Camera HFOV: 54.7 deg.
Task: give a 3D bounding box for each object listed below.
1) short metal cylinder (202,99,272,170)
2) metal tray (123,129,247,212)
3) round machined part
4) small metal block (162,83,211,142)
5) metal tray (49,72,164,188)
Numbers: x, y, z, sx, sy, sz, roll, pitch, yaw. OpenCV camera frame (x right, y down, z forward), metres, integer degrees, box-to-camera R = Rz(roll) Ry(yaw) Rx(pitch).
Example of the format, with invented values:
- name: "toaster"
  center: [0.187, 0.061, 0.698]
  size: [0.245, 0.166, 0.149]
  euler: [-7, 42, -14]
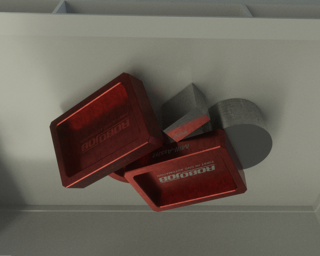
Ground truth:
- name: "short metal cylinder"
  center: [0.097, 0.009, 0.399]
  size: [0.081, 0.050, 0.079]
  euler: [0, 130, 0]
- name: "metal tray"
  center: [0.032, 0.058, 0.391]
  size: [0.130, 0.030, 0.090]
  euler: [-18, 128, 20]
- name: "round machined part"
  center: [-0.033, 0.029, 0.421]
  size: [0.099, 0.042, 0.097]
  euler: [-1, 130, 0]
- name: "small metal block"
  center: [0.030, -0.019, 0.374]
  size: [0.050, 0.050, 0.025]
  euler: [-36, 122, 24]
- name: "metal tray"
  center: [-0.068, 0.006, 0.366]
  size: [0.130, 0.090, 0.030]
  euler: [-30, 156, 22]
